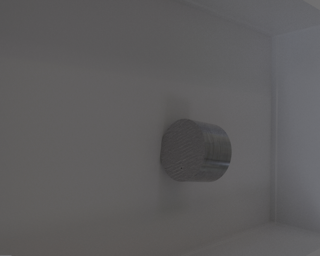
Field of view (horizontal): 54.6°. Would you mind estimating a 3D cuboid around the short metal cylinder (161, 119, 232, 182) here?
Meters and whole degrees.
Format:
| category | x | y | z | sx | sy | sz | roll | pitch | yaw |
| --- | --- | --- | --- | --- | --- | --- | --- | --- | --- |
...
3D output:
| category | x | y | z | sx | sy | sz | roll | pitch | yaw |
| --- | --- | --- | --- | --- | --- | --- | --- | --- | --- |
| short metal cylinder | 0.046 | 0.031 | 0.408 | 0.050 | 0.080 | 0.080 | 10 | 84 | -40 |
